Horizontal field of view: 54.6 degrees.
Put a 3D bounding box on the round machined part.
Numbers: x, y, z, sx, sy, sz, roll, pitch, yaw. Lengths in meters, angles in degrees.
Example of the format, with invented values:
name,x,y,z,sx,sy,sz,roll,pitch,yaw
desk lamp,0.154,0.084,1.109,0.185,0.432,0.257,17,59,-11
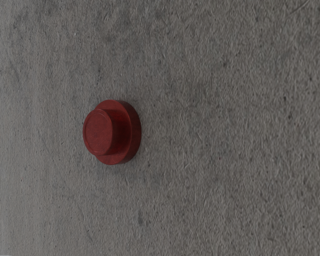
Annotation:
name,x,y,z,sx,sy,sz,roll,pitch,yaw
round machined part,-0.077,0.006,0.459,0.098,0.042,0.097,0,90,40
